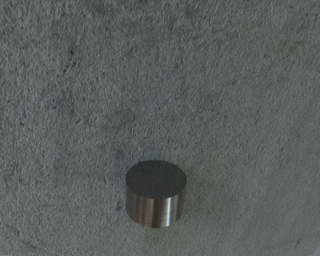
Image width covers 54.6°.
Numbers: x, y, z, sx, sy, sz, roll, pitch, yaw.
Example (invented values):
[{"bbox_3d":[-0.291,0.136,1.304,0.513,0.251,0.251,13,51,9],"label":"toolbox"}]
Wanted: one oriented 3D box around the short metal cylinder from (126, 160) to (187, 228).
[{"bbox_3d":[-0.006,0.087,0.421,0.081,0.080,0.050,-11,123,-23],"label":"short metal cylinder"}]
